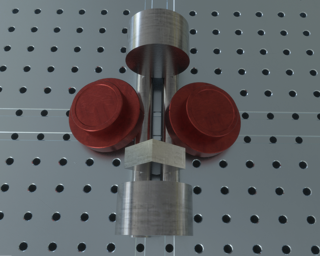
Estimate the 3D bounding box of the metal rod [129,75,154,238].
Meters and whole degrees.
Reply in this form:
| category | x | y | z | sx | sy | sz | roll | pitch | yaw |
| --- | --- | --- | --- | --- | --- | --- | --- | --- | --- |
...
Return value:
| category | x | y | z | sx | sy | sz | roll | pitch | yaw |
| --- | --- | --- | --- | --- | --- | --- | --- | --- | --- |
| metal rod | -0.021 | -0.012 | 0.415 | 0.025 | 0.025 | 0.299 | 1 | 70 | 0 |

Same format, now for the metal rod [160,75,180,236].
| category | x | y | z | sx | sy | sz | roll | pitch | yaw |
| --- | --- | --- | --- | --- | --- | --- | --- | --- | --- |
| metal rod | 0.014 | -0.013 | 0.416 | 0.025 | 0.025 | 0.299 | 1 | 70 | 0 |

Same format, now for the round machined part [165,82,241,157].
| category | x | y | z | sx | sy | sz | roll | pitch | yaw |
| --- | --- | --- | --- | --- | --- | --- | --- | --- | --- |
| round machined part | 0.059 | -0.015 | 0.394 | 0.099 | 0.042 | 0.098 | 5 | 70 | -14 |

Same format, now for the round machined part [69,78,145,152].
| category | x | y | z | sx | sy | sz | roll | pitch | yaw |
| --- | --- | --- | --- | --- | --- | --- | --- | --- | --- |
| round machined part | -0.073 | -0.021 | 0.397 | 0.098 | 0.042 | 0.098 | -5 | 69 | 13 |

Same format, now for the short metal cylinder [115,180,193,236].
| category | x | y | z | sx | sy | sz | roll | pitch | yaw |
| --- | --- | --- | --- | --- | --- | --- | --- | --- | --- |
| short metal cylinder | -0.006 | 0.087 | 0.327 | 0.080 | 0.080 | 0.050 | 1 | 70 | 0 |

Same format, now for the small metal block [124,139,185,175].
| category | x | y | z | sx | sy | sz | roll | pitch | yaw |
| --- | --- | --- | --- | --- | --- | --- | --- | --- | --- |
| small metal block | -0.006 | 0.035 | 0.361 | 0.050 | 0.050 | 0.025 | 18 | 64 | -38 |

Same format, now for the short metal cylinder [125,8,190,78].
| category | x | y | z | sx | sy | sz | roll | pitch | yaw |
| --- | --- | --- | --- | --- | --- | --- | --- | --- | --- |
| short metal cylinder | -0.003 | -0.106 | 0.398 | 0.080 | 0.080 | 0.050 | 1 | 70 | 0 |
